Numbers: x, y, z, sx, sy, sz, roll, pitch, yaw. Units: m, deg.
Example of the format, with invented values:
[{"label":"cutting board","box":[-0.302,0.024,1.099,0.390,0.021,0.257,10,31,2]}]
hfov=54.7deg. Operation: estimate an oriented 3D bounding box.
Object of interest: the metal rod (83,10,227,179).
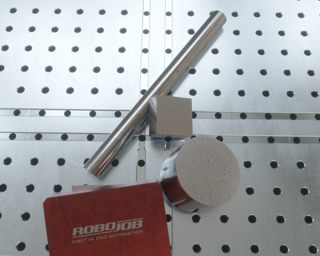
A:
[{"label":"metal rod","box":[0.002,-0.057,0.432,0.025,0.025,0.300,35,73,11]}]

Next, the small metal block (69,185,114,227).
[{"label":"small metal block","box":[-0.080,0.096,0.376,0.050,0.025,0.050,-1,70,-1]}]

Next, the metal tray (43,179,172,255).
[{"label":"metal tray","box":[-0.058,0.113,0.353,0.131,0.030,0.089,-8,88,-3]}]

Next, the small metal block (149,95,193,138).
[{"label":"small metal block","box":[0.014,-0.014,0.404,0.050,0.025,0.050,4,78,-23]}]

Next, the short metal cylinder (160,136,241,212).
[{"label":"short metal cylinder","box":[0.046,0.055,0.366,0.081,0.050,0.080,8,65,-18]}]
